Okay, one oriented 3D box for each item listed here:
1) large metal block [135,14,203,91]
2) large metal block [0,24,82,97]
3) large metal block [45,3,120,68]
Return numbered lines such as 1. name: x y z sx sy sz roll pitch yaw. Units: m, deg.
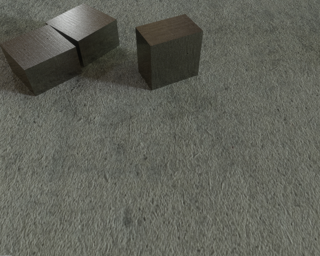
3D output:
1. large metal block: 0.013 -0.113 0.462 0.081 0.080 0.050 -21 53 -17
2. large metal block: -0.180 -0.106 0.474 0.080 0.050 0.080 -35 58 -26
3. large metal block: -0.127 -0.157 0.518 0.080 0.050 0.080 33 57 24
